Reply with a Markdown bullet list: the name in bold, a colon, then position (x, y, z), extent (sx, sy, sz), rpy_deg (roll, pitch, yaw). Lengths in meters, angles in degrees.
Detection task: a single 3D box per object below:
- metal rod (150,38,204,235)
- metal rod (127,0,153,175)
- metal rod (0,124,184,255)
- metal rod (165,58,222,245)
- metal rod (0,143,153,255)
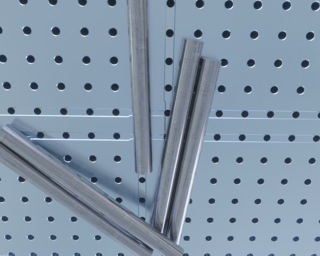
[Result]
- **metal rod**: position (0.017, 0.032, 0.425), extent (0.025, 0.025, 0.298), rpy_deg (9, 110, -4)
- **metal rod**: position (-0.025, -0.080, 0.383), extent (0.025, 0.025, 0.298), rpy_deg (-1, 110, 0)
- **metal rod**: position (-0.092, 0.095, 0.431), extent (0.301, 0.025, 0.025), rpy_deg (38, 106, -7)
- **metal rod**: position (0.040, 0.053, 0.433), extent (0.025, 0.025, 0.298), rpy_deg (9, 110, -4)
- **metal rod**: position (-0.130, 0.104, 0.449), extent (0.300, 0.025, 0.025), rpy_deg (40, 105, -14)
